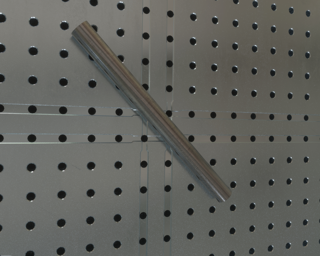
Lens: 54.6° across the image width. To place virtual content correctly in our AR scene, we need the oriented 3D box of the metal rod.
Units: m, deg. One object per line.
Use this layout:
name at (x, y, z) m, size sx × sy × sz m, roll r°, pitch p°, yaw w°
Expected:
metal rod at (-0.003, -0.012, 0.412) m, size 0.025 × 0.025 × 0.300 m, roll -45°, pitch 104°, yaw -14°
